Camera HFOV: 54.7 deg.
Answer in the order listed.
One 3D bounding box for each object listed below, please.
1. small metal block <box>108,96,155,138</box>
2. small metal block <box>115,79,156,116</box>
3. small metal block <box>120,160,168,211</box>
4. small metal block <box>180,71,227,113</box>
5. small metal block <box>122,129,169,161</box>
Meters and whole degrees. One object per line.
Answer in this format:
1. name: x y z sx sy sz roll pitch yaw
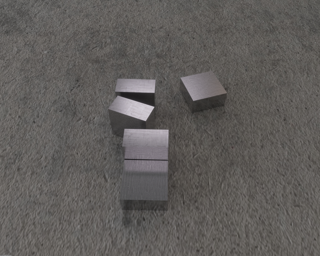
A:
1. small metal block: -0.035 -0.008 0.394 0.050 0.050 0.025 18 53 14
2. small metal block: -0.031 -0.039 0.419 0.050 0.050 0.025 2 50 1
3. small metal block: -0.016 0.064 0.349 0.050 0.025 0.050 1 50 1
4. small metal block: 0.061 -0.053 0.448 0.050 0.025 0.050 -14 52 -12
5. small metal block: -0.016 0.027 0.364 0.050 0.050 0.025 1 50 1
